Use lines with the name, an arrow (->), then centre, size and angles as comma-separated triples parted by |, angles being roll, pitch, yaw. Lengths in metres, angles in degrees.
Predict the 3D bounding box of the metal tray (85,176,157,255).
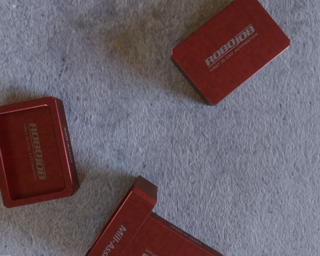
metal tray -> -0.052, 0.125, 0.376 | 0.030, 0.090, 0.130 | 34, 90, 0

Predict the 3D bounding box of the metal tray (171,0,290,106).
metal tray -> 0.091, -0.102, 0.409 | 0.130, 0.030, 0.090 | -39, 91, -1

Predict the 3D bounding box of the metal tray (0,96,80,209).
metal tray -> -0.165, 0.031, 0.405 | 0.091, 0.030, 0.129 | -11, 90, -1

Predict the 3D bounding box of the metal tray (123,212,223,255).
metal tray -> 0.011, 0.179, 0.408 | 0.130, 0.030, 0.090 | 32, 90, -1
